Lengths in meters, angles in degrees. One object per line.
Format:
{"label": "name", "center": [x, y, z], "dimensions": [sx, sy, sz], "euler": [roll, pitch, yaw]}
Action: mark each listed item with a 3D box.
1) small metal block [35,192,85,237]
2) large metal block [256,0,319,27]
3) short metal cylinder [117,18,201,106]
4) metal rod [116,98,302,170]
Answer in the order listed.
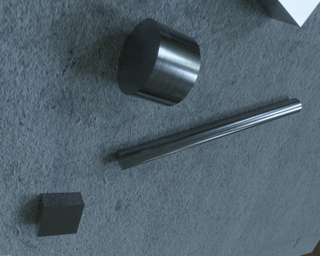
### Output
{"label": "small metal block", "center": [-0.131, 0.112, 0.405], "dimensions": [0.050, 0.025, 0.050], "euler": [6, 116, -31]}
{"label": "large metal block", "center": [0.154, -0.180, 0.363], "dimensions": [0.080, 0.050, 0.080], "euler": [26, 104, -37]}
{"label": "short metal cylinder", "center": [-0.003, -0.067, 0.328], "dimensions": [0.050, 0.080, 0.080], "euler": [14, 111, -34]}
{"label": "metal rod", "center": [0.084, 0.003, 0.454], "dimensions": [0.302, 0.025, 0.025], "euler": [-16, 125, -19]}
